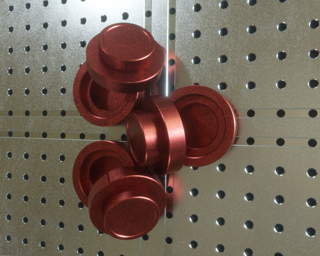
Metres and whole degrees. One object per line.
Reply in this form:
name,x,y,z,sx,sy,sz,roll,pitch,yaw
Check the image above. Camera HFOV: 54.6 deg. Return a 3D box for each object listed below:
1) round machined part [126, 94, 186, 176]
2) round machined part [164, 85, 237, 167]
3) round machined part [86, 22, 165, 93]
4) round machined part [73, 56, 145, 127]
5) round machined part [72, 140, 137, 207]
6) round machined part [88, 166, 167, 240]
round machined part,-0.011,0.010,0.376,0.042,0.098,0.098,-11,85,-22
round machined part,0.047,-0.003,0.387,0.098,0.042,0.097,0,90,20
round machined part,-0.042,-0.094,0.390,0.099,0.042,0.098,5,56,-8
round machined part,-0.066,-0.050,0.426,0.098,0.042,0.097,0,90,20
round machined part,-0.067,0.065,0.427,0.098,0.042,0.097,0,90,20
round machined part,-0.038,0.100,0.387,0.099,0.042,0.097,-8,119,-14
